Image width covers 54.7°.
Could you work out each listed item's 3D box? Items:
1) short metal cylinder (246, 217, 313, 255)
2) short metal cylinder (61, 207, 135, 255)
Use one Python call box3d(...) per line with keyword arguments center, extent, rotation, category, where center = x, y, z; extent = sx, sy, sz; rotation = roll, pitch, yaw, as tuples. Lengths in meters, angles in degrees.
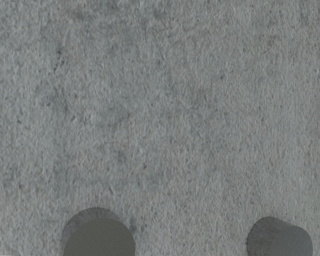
box3d(center=(0.179, 0.179, 0.464), extent=(0.081, 0.050, 0.079), rotation=(0, 90, -21), category="short metal cylinder")
box3d(center=(-0.075, 0.141, 0.369), extent=(0.081, 0.050, 0.079), rotation=(0, 90, -21), category="short metal cylinder")
